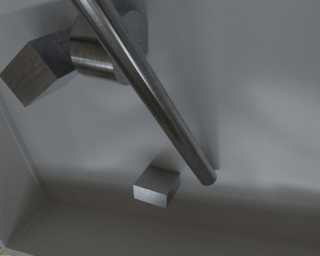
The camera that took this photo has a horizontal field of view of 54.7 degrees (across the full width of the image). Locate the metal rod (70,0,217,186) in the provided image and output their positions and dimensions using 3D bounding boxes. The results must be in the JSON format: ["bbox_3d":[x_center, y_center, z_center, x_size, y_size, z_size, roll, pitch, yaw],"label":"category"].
[{"bbox_3d":[0.002,-0.020,0.313,0.025,0.025,0.300,-3,143,29],"label":"metal rod"}]

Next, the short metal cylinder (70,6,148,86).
[{"bbox_3d":[-0.053,-0.091,0.343,0.050,0.080,0.079,15,124,20],"label":"short metal cylinder"}]

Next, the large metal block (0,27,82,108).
[{"bbox_3d":[-0.140,-0.079,0.396,0.080,0.080,0.050,-27,104,37],"label":"large metal block"}]

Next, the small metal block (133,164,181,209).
[{"bbox_3d":[-0.004,0.082,0.444,0.050,0.050,0.025,13,124,20],"label":"small metal block"}]
